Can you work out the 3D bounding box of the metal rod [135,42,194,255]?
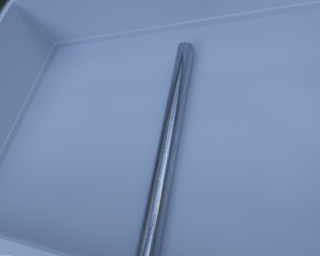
[{"bbox_3d":[0.011,0.013,0.392,0.025,0.025,0.300,-3,60,27],"label":"metal rod"}]
